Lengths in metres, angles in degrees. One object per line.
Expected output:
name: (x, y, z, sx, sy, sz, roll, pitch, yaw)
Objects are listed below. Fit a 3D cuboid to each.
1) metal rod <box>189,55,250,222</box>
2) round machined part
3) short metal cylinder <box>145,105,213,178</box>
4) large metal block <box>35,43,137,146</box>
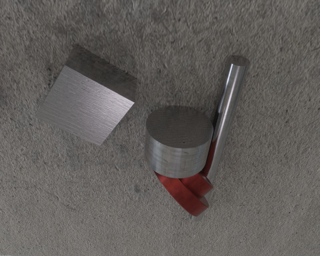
metal rod: (0.075, 0.038, 0.440, 0.025, 0.025, 0.298, 4, 130, -3)
round machined part: (0.035, 0.068, 0.423, 0.042, 0.098, 0.098, -41, 122, 5)
short metal cylinder: (0.022, 0.016, 0.385, 0.081, 0.080, 0.050, 3, 130, -3)
large metal block: (-0.083, -0.036, 0.359, 0.080, 0.050, 0.080, 28, 125, -22)
